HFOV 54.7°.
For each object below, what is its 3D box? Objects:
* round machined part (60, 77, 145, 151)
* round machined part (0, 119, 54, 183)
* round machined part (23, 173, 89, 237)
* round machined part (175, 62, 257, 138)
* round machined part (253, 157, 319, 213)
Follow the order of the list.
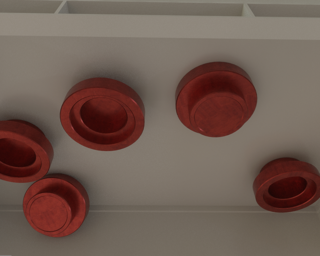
[{"bbox_3d":[-0.067,-0.020,0.380,0.099,0.042,0.097,0,130,0],"label":"round machined part"},{"bbox_3d":[-0.194,0.027,0.419,0.099,0.042,0.097,0,130,0],"label":"round machined part"},{"bbox_3d":[-0.162,0.122,0.472,0.099,0.042,0.097,0,99,3],"label":"round machined part"},{"bbox_3d":[0.068,-0.027,0.376,0.099,0.042,0.097,0,130,0],"label":"round machined part"},{"bbox_3d":[0.190,0.083,0.470,0.099,0.042,0.097,0,130,0],"label":"round machined part"}]
